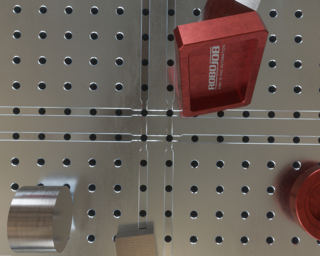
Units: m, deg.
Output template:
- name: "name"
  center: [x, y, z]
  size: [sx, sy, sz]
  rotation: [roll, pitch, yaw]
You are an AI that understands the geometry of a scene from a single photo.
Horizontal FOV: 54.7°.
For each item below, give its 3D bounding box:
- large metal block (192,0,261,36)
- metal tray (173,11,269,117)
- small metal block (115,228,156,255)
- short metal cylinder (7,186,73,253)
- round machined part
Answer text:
- name: "large metal block"
  center: [0.084, -0.145, 0.372]
  size: [0.050, 0.080, 0.080]
  rotation: [27, 61, 0]
- name: "metal tray"
  center: [0.067, -0.067, 0.363]
  size: [0.091, 0.130, 0.030]
  rotation: [-11, 59, 0]
- name: "small metal block"
  center: [-0.030, 0.165, 0.413]
  size: [0.050, 0.025, 0.050]
  rotation: [-7, 90, 0]
- name: "short metal cylinder"
  center: [-0.145, 0.112, 0.385]
  size: [0.050, 0.080, 0.080]
  rotation: [0, 90, 0]
- name: "round machined part"
  center: [0.219, 0.096, 0.406]
  size: [0.099, 0.042, 0.097]
  rotation: [0, 90, 0]
